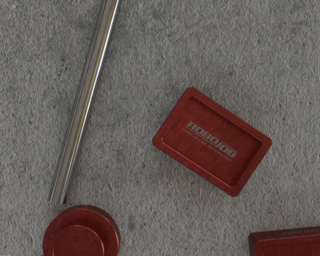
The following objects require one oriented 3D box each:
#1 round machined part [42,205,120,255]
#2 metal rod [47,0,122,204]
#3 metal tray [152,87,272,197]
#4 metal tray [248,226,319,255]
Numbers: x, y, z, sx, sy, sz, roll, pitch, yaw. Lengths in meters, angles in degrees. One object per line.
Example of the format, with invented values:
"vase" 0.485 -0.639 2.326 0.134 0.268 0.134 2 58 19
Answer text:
"round machined part" -0.103 0.153 0.400 0.099 0.042 0.097 0 90 -1
"metal rod" -0.096 -0.048 0.408 0.025 0.025 0.298 15 90 -1
"metal tray" 0.067 0.018 0.408 0.130 0.030 0.090 34 90 -1
"metal tray" 0.189 0.182 0.410 0.131 0.030 0.089 -5 90 -1
